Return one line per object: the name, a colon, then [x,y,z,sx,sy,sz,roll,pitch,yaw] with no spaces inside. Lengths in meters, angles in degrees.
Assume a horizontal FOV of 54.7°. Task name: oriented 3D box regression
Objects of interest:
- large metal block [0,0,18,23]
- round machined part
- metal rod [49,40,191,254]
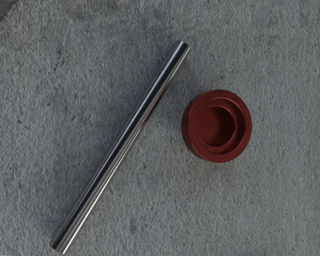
large metal block: [-0.197,-0.158,0.323,0.080,0.050,0.080,34,79,-17]
round machined part: [0.074,-0.002,0.429,0.099,0.042,0.097,0,90,-21]
metal rod: [-0.044,0.015,0.393,0.025,0.025,0.300,34,79,-17]
